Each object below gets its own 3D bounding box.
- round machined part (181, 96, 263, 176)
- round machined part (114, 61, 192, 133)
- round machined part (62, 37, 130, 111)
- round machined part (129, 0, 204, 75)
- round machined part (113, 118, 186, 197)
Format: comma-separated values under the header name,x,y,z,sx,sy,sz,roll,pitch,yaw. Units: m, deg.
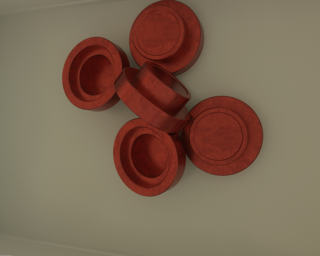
name,x,y,z,sx,sy,sz,roll,pitch,yaw
round machined part,0.073,0.010,0.375,0.098,0.042,0.097,0,90,19
round machined part,-0.002,-0.042,0.368,0.098,0.098,0.042,45,111,14
round machined part,-0.082,-0.070,0.424,0.098,0.042,0.097,-2,84,26
round machined part,0.004,-0.117,0.399,0.098,0.042,0.097,0,90,19
round machined part,-0.009,0.034,0.395,0.098,0.042,0.097,4,98,33
